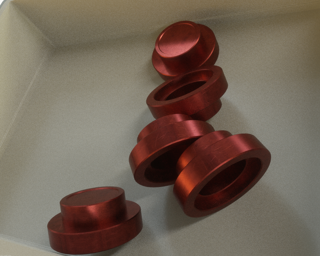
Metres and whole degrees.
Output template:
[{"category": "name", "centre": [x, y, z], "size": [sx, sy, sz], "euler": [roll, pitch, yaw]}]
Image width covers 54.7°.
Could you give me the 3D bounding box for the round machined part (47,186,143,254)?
[{"category": "round machined part", "centre": [-0.070, 0.093, 0.334], "size": [0.098, 0.098, 0.042], "euler": [-5, 95, 25]}]

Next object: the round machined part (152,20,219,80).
[{"category": "round machined part", "centre": [0.032, -0.115, 0.448], "size": [0.098, 0.042, 0.098], "euler": [-13, 56, 20]}]

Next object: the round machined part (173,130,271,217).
[{"category": "round machined part", "centre": [0.055, 0.040, 0.304], "size": [0.098, 0.098, 0.042], "euler": [-37, 54, 3]}]

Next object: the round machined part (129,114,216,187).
[{"category": "round machined part", "centre": [0.013, 0.022, 0.336], "size": [0.098, 0.098, 0.042], "euler": [-29, 57, 10]}]

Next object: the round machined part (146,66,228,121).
[{"category": "round machined part", "centre": [0.036, -0.035, 0.379], "size": [0.098, 0.042, 0.098], "euler": [-22, 23, 10]}]
